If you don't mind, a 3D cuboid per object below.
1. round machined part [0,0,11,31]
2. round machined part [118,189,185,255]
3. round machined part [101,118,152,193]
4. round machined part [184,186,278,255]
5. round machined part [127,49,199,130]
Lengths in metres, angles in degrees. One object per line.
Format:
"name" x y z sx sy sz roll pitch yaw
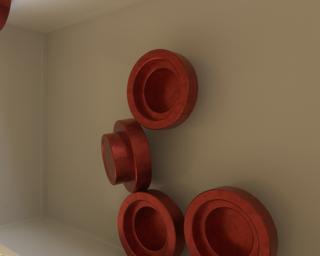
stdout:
"round machined part" -0.265 -0.194 0.462 0.098 0.042 0.097 0 90 40
"round machined part" -0.006 0.128 0.401 0.098 0.042 0.097 0 90 40
"round machined part" -0.049 0.038 0.409 0.098 0.042 0.097 170 90 -68
"round machined part" 0.077 0.111 0.332 0.098 0.042 0.097 0 90 40
"round machined part" 0.007 -0.046 0.390 0.098 0.042 0.097 0 90 40
